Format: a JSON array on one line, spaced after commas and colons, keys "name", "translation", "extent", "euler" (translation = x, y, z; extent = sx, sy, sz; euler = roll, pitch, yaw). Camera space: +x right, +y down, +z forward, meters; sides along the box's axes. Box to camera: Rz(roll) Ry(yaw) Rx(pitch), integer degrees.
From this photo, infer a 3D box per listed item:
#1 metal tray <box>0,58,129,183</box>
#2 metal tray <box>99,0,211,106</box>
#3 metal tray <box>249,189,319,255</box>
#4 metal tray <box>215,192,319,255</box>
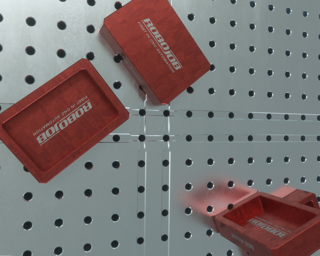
[{"name": "metal tray", "translation": [-0.114, -0.010, 0.368], "extent": [0.131, 0.030, 0.090], "euler": [-40, 103, -16]}, {"name": "metal tray", "translation": [-0.004, -0.105, 0.409], "extent": [0.090, 0.030, 0.130], "euler": [-40, 103, -16]}, {"name": "metal tray", "translation": [0.198, 0.165, 0.485], "extent": [0.131, 0.030, 0.090], "euler": [-24, 98, -19]}, {"name": "metal tray", "translation": [0.145, 0.129, 0.412], "extent": [0.091, 0.130, 0.030], "euler": [-22, 98, -19]}]
